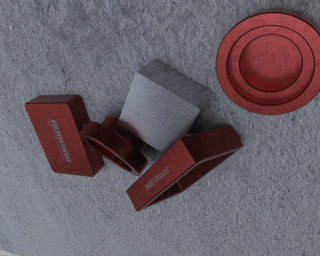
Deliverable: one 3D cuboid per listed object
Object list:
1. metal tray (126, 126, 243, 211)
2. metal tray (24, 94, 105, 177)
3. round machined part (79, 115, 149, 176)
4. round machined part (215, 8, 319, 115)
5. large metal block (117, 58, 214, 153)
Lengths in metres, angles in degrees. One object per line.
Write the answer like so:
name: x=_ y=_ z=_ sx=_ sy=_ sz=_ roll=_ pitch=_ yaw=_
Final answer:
metal tray: x=0.028 y=0.051 z=0.377 sx=0.129 sy=0.091 sz=0.030 roll=-47 pitch=65 yaw=39
metal tray: x=-0.148 y=0.013 z=0.488 sx=0.090 sy=0.030 sz=0.129 roll=1 pitch=119 yaw=27
round machined part: x=-0.056 y=0.020 z=0.416 sx=0.098 sy=0.042 sz=0.098 roll=31 pitch=163 yaw=11
round machined part: x=0.107 y=-0.065 z=0.299 sx=0.098 sy=0.042 sz=0.097 roll=13 pitch=124 yaw=20
large metal block: x=0.005 y=-0.024 z=0.372 sx=0.080 sy=0.050 sz=0.079 roll=31 pitch=128 yaw=7
